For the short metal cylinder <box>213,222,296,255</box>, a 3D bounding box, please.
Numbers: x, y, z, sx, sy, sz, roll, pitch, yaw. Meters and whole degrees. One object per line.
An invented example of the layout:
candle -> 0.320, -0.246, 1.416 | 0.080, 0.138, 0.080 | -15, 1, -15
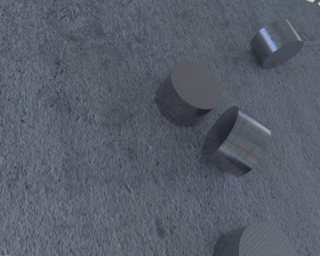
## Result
short metal cylinder -> 0.108, 0.153, 0.352 | 0.081, 0.050, 0.080 | 14, 56, -21

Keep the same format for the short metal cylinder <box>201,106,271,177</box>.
short metal cylinder -> 0.099, 0.018, 0.411 | 0.050, 0.080, 0.080 | 32, 52, -8

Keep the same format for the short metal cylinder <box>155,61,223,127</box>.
short metal cylinder -> 0.040, -0.048, 0.438 | 0.081, 0.050, 0.080 | 14, 56, -21

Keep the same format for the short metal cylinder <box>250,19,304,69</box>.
short metal cylinder -> 0.218, -0.156, 0.581 | 0.081, 0.080, 0.050 | -10, 67, -33
